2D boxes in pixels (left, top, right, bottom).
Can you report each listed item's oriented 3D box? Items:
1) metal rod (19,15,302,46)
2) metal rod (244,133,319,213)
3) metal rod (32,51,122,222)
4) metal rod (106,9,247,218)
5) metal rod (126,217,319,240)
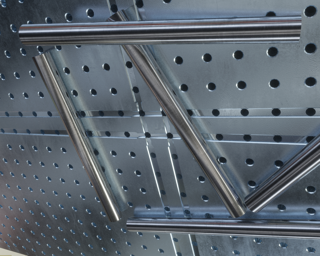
[{"bbox_3d":[-0.015,-0.101,0.328,0.301,0.025,0.025,4,121,16],"label":"metal rod"},{"bbox_3d":[0.186,0.003,0.314,0.025,0.025,0.298,36,129,4],"label":"metal rod"},{"bbox_3d":[-0.123,0.027,0.490,0.025,0.025,0.298,-5,116,30],"label":"metal rod"},{"bbox_3d":[0.028,-0.008,0.390,0.025,0.025,0.299,-24,106,36],"label":"metal rod"},{"bbox_3d":[0.076,0.146,0.460,0.300,0.025,0.025,-10,114,32],"label":"metal rod"}]
